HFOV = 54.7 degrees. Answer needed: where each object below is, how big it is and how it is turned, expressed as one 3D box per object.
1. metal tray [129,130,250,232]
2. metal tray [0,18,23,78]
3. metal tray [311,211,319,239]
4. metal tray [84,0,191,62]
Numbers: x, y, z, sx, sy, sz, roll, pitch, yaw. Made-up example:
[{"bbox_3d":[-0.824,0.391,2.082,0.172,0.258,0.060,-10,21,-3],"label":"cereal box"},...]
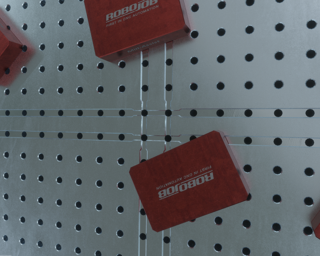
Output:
[{"bbox_3d":[0.035,0.068,0.397,0.130,0.030,0.090,-26,82,17],"label":"metal tray"},{"bbox_3d":[-0.297,-0.147,0.512,0.090,0.030,0.130,-45,77,14],"label":"metal tray"},{"bbox_3d":[0.245,0.112,0.324,0.130,0.030,0.090,33,100,16],"label":"metal tray"},{"bbox_3d":[-0.033,-0.153,0.421,0.130,0.030,0.090,-14,85,19],"label":"metal tray"}]
